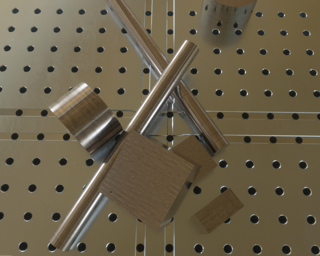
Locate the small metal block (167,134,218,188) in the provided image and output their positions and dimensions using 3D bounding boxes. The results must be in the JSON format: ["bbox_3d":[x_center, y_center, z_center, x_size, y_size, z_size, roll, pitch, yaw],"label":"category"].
[{"bbox_3d":[0.036,0.045,0.396,0.050,0.025,0.050,-33,74,-12],"label":"small metal block"}]

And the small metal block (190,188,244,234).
[{"bbox_3d":[0.065,0.098,0.363,0.050,0.050,0.025,-34,74,-12],"label":"small metal block"}]

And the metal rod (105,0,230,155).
[{"bbox_3d":[0.001,-0.092,0.444,0.025,0.025,0.299,-31,73,-11],"label":"metal rod"}]

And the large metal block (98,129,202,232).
[{"bbox_3d":[-0.010,0.058,0.359,0.080,0.050,0.080,30,91,18],"label":"large metal block"}]

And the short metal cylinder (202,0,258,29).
[{"bbox_3d":[0.107,-0.199,0.472,0.081,0.050,0.080,0,70,0],"label":"short metal cylinder"}]

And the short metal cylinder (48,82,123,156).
[{"bbox_3d":[-0.092,-0.011,0.386,0.050,0.080,0.080,-41,75,-13],"label":"short metal cylinder"}]

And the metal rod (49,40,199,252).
[{"bbox_3d":[-0.038,0.013,0.390,0.025,0.025,0.300,31,79,10],"label":"metal rod"}]
